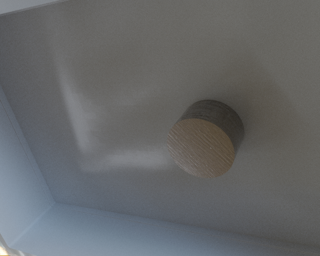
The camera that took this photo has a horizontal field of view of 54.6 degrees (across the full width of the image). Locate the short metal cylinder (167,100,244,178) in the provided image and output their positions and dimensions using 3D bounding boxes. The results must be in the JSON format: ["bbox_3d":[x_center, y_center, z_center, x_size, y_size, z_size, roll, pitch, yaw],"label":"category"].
[{"bbox_3d":[0.055,0.013,0.372,0.080,0.050,0.080,13,124,21],"label":"short metal cylinder"}]
